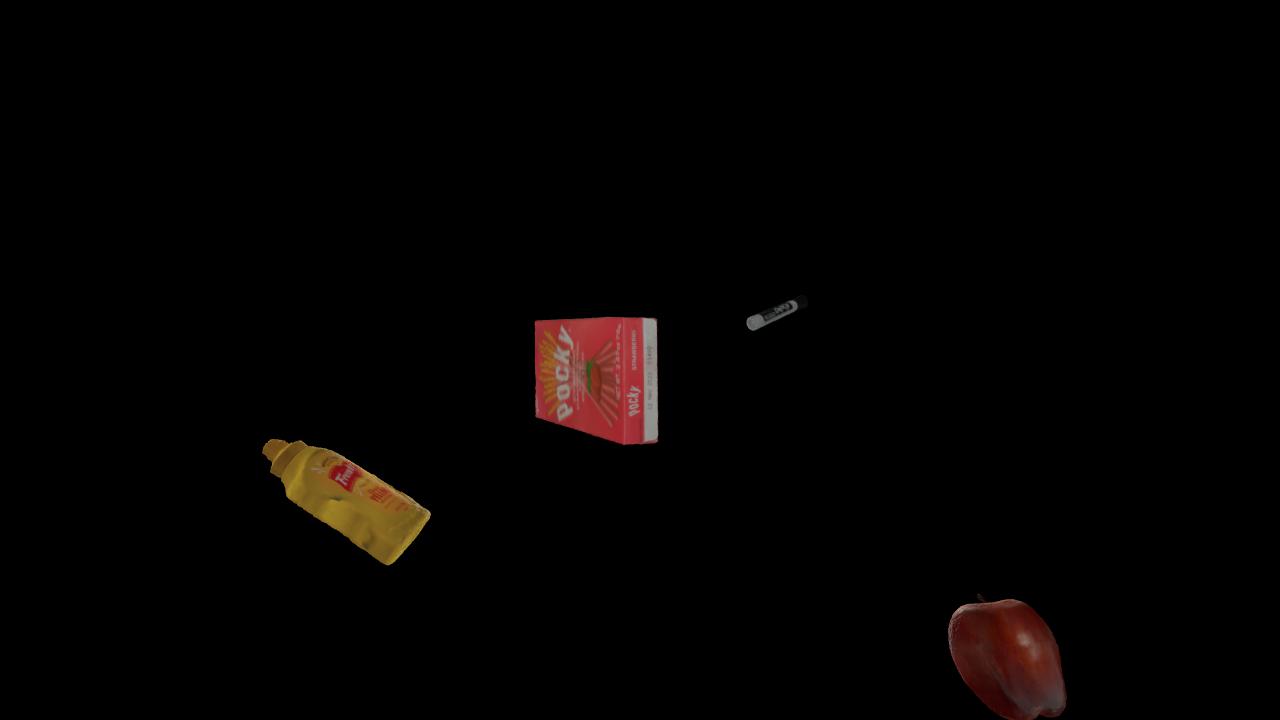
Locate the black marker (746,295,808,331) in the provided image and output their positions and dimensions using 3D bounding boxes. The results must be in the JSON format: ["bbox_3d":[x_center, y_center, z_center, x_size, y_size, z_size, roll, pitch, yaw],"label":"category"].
[{"bbox_3d":[0.188,-0.065,0.828,0.121,0.020,0.020,-23,14,-38],"label":"black marker"}]

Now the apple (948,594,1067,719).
[{"bbox_3d":[0.296,0.238,0.499,0.079,0.093,0.079,-9,-28,-5],"label":"apple"}]

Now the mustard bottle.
[{"bbox_3d":[-0.321,0.142,0.658,0.184,0.054,0.092,35,14,-3],"label":"mustard bottle"}]

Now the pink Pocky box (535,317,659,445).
[{"bbox_3d":[-0.039,0.011,0.460,0.029,0.084,0.155,-1,3,-31],"label":"pink Pocky box"}]
